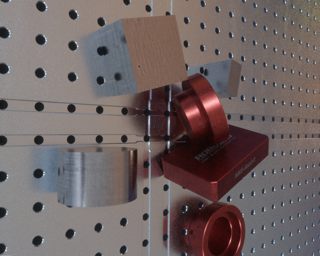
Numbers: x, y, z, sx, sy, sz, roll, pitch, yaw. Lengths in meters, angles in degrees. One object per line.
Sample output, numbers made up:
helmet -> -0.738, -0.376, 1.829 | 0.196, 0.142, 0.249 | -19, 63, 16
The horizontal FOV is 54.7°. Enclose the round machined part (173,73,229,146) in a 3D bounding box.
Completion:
round machined part -> 0.049, -0.020, 0.413 | 0.042, 0.098, 0.098 | -24, 108, -4

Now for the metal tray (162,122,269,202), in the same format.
metal tray -> 0.078, 0.039, 0.429 | 0.131, 0.090, 0.030 | -30, 125, -36

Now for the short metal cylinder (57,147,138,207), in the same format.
short metal cylinder -> -0.064, 0.047, 0.320 | 0.081, 0.080, 0.050 | 0, 90, -40

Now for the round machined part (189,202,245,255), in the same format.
round machined part -> 0.082, 0.160, 0.467 | 0.099, 0.042, 0.097 | 0, 90, -40

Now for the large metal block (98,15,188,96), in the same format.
large metal block -> -0.019, -0.088, 0.377 | 0.081, 0.050, 0.080 | -21, 103, -38

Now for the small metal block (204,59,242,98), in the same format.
small metal block -> 0.092, -0.073, 0.470 | 0.025, 0.050, 0.050 | 18, 79, -39
